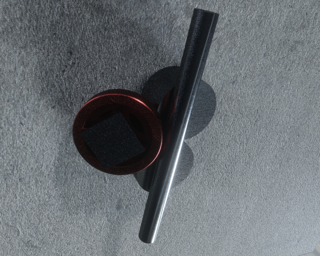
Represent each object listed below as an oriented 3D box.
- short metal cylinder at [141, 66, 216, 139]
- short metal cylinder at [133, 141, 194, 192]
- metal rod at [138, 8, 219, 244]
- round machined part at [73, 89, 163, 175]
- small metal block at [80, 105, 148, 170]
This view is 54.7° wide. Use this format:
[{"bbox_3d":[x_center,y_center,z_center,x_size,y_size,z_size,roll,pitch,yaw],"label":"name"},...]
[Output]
[{"bbox_3d":[0.022,-0.031,0.385,0.081,0.050,0.079,-14,124,-21],"label":"short metal cylinder"},{"bbox_3d":[-0.002,0.039,0.415,0.081,0.050,0.079,-14,123,-21],"label":"short metal cylinder"},{"bbox_3d":[0.014,0.018,0.363,0.025,0.025,0.298,-1,119,-28],"label":"metal rod"},{"bbox_3d":[-0.046,0.002,0.357,0.099,0.042,0.097,1,112,2],"label":"round machined part"},{"bbox_3d":[-0.049,0.010,0.335,0.050,0.025,0.050,-27,108,13],"label":"small metal block"}]
